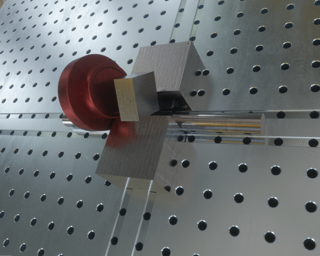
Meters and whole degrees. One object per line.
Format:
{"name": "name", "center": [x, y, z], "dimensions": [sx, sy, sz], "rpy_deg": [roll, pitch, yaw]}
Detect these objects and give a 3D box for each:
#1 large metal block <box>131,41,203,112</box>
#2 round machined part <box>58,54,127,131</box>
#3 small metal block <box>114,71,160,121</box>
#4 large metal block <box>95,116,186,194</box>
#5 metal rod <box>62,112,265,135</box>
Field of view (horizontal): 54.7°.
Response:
{"name": "large metal block", "center": [0.008, -0.069, 0.431], "dimensions": [0.080, 0.050, 0.080], "rpy_deg": [1, 62, 28]}
{"name": "round machined part", "center": [-0.073, -0.045, 0.390], "dimensions": [0.042, 0.098, 0.098], "rpy_deg": [-4, 59, 43]}
{"name": "small metal block", "center": [-0.027, -0.039, 0.374], "dimensions": [0.025, 0.050, 0.050], "rpy_deg": [1, 18, 29]}
{"name": "large metal block", "center": [-0.022, 0.031, 0.385], "dimensions": [0.080, 0.050, 0.080], "rpy_deg": [1, 62, 29]}
{"name": "metal rod", "center": [-0.015, -0.010, 0.422], "dimensions": [0.300, 0.025, 0.025], "rpy_deg": [2, 63, 29]}
